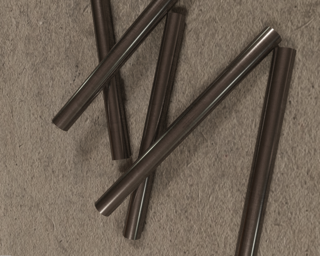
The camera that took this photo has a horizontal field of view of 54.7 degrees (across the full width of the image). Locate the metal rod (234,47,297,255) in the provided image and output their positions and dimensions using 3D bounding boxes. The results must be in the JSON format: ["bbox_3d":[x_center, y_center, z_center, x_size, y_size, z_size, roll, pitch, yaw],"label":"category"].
[{"bbox_3d":[0.119,0.056,0.366,0.025,0.025,0.298,11,94,19],"label":"metal rod"}]

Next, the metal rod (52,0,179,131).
[{"bbox_3d":[-0.035,-0.115,0.401,0.025,0.025,0.299,43,96,14],"label":"metal rod"}]

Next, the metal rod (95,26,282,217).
[{"bbox_3d":[0.029,-0.003,0.380,0.300,0.025,0.025,-46,76,7],"label":"metal rod"}]

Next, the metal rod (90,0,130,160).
[{"bbox_3d":[-0.075,-0.105,0.434,0.025,0.025,0.298,-9,87,19],"label":"metal rod"}]

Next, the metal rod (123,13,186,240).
[{"bbox_3d":[-0.009,0.001,0.411,0.025,0.025,0.298,13,94,19],"label":"metal rod"}]
